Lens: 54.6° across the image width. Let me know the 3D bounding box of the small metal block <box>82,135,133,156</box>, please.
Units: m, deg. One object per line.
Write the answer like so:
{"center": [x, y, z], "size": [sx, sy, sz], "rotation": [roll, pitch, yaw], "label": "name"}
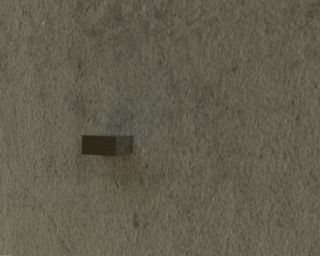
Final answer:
{"center": [-0.070, 0.022, 0.421], "size": [0.050, 0.050, 0.025], "rotation": [1, 91, 20], "label": "small metal block"}
